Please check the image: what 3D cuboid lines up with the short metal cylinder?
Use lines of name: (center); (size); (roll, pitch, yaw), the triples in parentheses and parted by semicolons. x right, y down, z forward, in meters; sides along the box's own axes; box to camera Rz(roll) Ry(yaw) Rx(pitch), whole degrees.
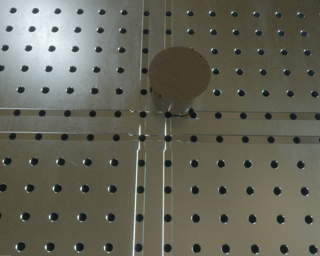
short metal cylinder: (0.025, -0.063, 0.422); (0.081, 0.050, 0.080); (0, 70, 0)
